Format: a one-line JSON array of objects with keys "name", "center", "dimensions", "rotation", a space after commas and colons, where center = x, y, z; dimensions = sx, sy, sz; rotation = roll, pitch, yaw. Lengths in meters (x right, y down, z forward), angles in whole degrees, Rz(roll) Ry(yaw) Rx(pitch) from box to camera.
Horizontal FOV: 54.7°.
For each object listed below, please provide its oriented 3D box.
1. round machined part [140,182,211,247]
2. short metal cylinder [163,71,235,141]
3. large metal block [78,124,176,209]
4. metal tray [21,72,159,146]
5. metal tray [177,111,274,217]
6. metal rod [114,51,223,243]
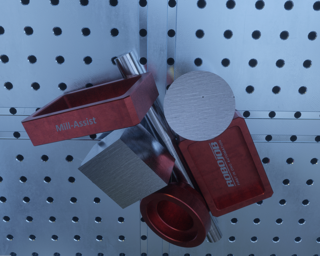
[{"name": "round machined part", "center": [0.025, 0.114, 0.427], "dimensions": [0.098, 0.042, 0.097], "rotation": [17, 129, 23]}, {"name": "short metal cylinder", "center": [0.048, -0.024, 0.372], "dimensions": [0.080, 0.050, 0.080], "rotation": [-1, 86, 11]}, {"name": "large metal block", "center": [-0.041, 0.045, 0.393], "dimensions": [0.080, 0.050, 0.080], "rotation": [-34, 108, 30]}, {"name": "metal tray", "center": [-0.075, -0.023, 0.350], "dimensions": [0.130, 0.090, 0.030], "rotation": [-11, 112, 19]}, {"name": "metal tray", "center": [0.090, 0.051, 0.427], "dimensions": [0.090, 0.030, 0.129], "rotation": [-24, 109, 8]}, {"name": "metal rod", "center": [0.019, 0.038, 0.423], "dimensions": [0.025, 0.025, 0.299], "rotation": [-24, 109, 8]}]
